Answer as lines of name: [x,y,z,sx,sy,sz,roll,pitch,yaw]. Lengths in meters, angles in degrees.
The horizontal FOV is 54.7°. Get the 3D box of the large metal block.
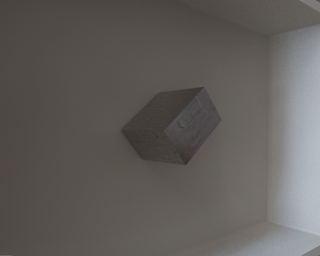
large metal block: [0.014,-0.004,0.381,0.080,0.080,0.050,-47,119,-30]
